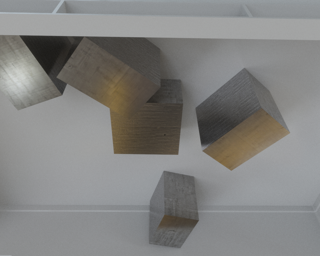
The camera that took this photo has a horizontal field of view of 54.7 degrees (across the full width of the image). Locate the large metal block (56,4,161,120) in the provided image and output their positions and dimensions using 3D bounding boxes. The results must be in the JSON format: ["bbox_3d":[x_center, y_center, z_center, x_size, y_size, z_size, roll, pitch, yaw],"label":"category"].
[{"bbox_3d":[-0.047,-0.068,0.315,0.080,0.080,0.050,31,123,-24],"label":"large metal block"}]

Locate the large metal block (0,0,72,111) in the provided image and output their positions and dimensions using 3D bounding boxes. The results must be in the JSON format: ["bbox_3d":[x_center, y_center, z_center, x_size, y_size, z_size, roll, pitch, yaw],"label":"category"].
[{"bbox_3d":[-0.131,-0.078,0.305,0.050,0.080,0.080,-17,128,13],"label":"large metal block"}]

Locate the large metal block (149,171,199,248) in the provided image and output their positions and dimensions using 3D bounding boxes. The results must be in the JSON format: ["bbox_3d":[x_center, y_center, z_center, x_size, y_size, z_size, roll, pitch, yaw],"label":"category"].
[{"bbox_3d":[0.019,0.127,0.481,0.050,0.080,0.079,13,129,-11],"label":"large metal block"}]

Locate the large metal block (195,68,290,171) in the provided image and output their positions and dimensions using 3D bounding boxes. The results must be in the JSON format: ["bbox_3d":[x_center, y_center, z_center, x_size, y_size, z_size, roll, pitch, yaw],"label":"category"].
[{"bbox_3d":[0.092,-0.010,0.366,0.050,0.080,0.080,34,122,-26],"label":"large metal block"}]

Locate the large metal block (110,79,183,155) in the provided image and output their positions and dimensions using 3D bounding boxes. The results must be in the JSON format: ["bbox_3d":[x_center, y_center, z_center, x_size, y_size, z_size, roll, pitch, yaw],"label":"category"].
[{"bbox_3d":[-0.016,-0.013,0.381,0.081,0.050,0.079,1,130,-2],"label":"large metal block"}]
